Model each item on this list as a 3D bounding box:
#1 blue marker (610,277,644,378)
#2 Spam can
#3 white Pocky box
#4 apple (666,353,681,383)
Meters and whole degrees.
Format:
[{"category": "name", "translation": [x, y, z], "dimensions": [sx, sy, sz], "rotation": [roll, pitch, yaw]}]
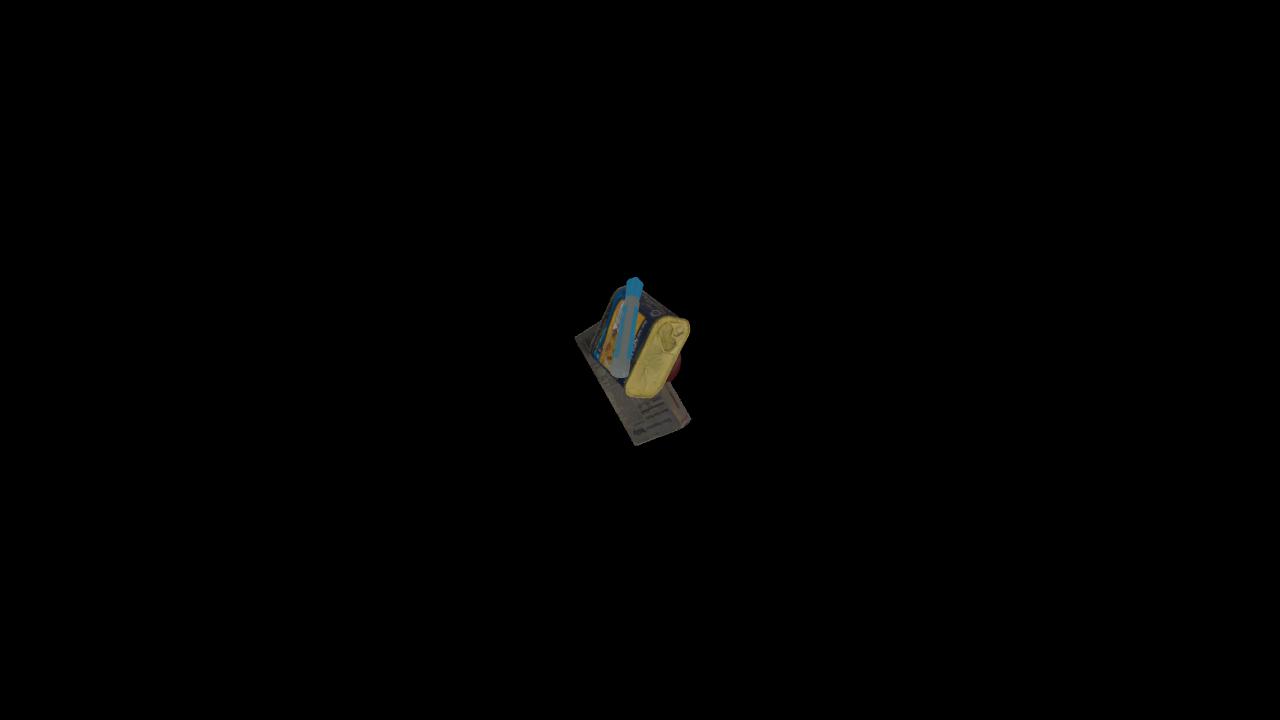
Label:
[{"category": "blue marker", "translation": [-0.012, -0.037, 0.639], "dimensions": [0.020, 0.121, 0.020], "rotation": [7, -32, 4]}, {"category": "Spam can", "translation": [-0.004, -0.022, 0.692], "dimensions": [0.058, 0.101, 0.085], "rotation": [9, 24, -44]}, {"category": "white Pocky box", "translation": [-0.011, 0.021, 0.728], "dimensions": [0.084, 0.154, 0.028], "rotation": [-27, 3, 42]}, {"category": "apple", "translation": [0.008, -0.006, 0.716], "dimensions": [0.079, 0.093, 0.079], "rotation": [-10, 41, 9]}]
